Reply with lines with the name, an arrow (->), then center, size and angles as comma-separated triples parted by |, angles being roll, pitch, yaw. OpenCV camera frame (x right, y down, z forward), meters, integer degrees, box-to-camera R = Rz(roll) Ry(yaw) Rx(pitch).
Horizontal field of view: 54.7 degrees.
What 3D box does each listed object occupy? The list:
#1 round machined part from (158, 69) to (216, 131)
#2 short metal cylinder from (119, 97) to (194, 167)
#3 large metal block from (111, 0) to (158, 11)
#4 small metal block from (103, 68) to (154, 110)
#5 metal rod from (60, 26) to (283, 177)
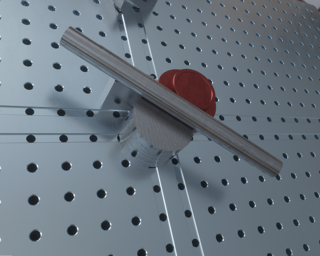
round machined part -> 0.041, -0.047, 0.449 | 0.099, 0.042, 0.098 | 14, 56, -21
short metal cylinder -> -0.005, 0.003, 0.389 | 0.081, 0.050, 0.080 | 14, 56, -21
large metal block -> -0.050, -0.249, 0.519 | 0.081, 0.050, 0.080 | -27, 77, -37
small metal block -> -0.041, -0.049, 0.401 | 0.050, 0.050, 0.025 | 13, 57, -22
metal rod -> 0.020, -0.026, 0.372 | 0.301, 0.025, 0.025 | 32, 52, -8
